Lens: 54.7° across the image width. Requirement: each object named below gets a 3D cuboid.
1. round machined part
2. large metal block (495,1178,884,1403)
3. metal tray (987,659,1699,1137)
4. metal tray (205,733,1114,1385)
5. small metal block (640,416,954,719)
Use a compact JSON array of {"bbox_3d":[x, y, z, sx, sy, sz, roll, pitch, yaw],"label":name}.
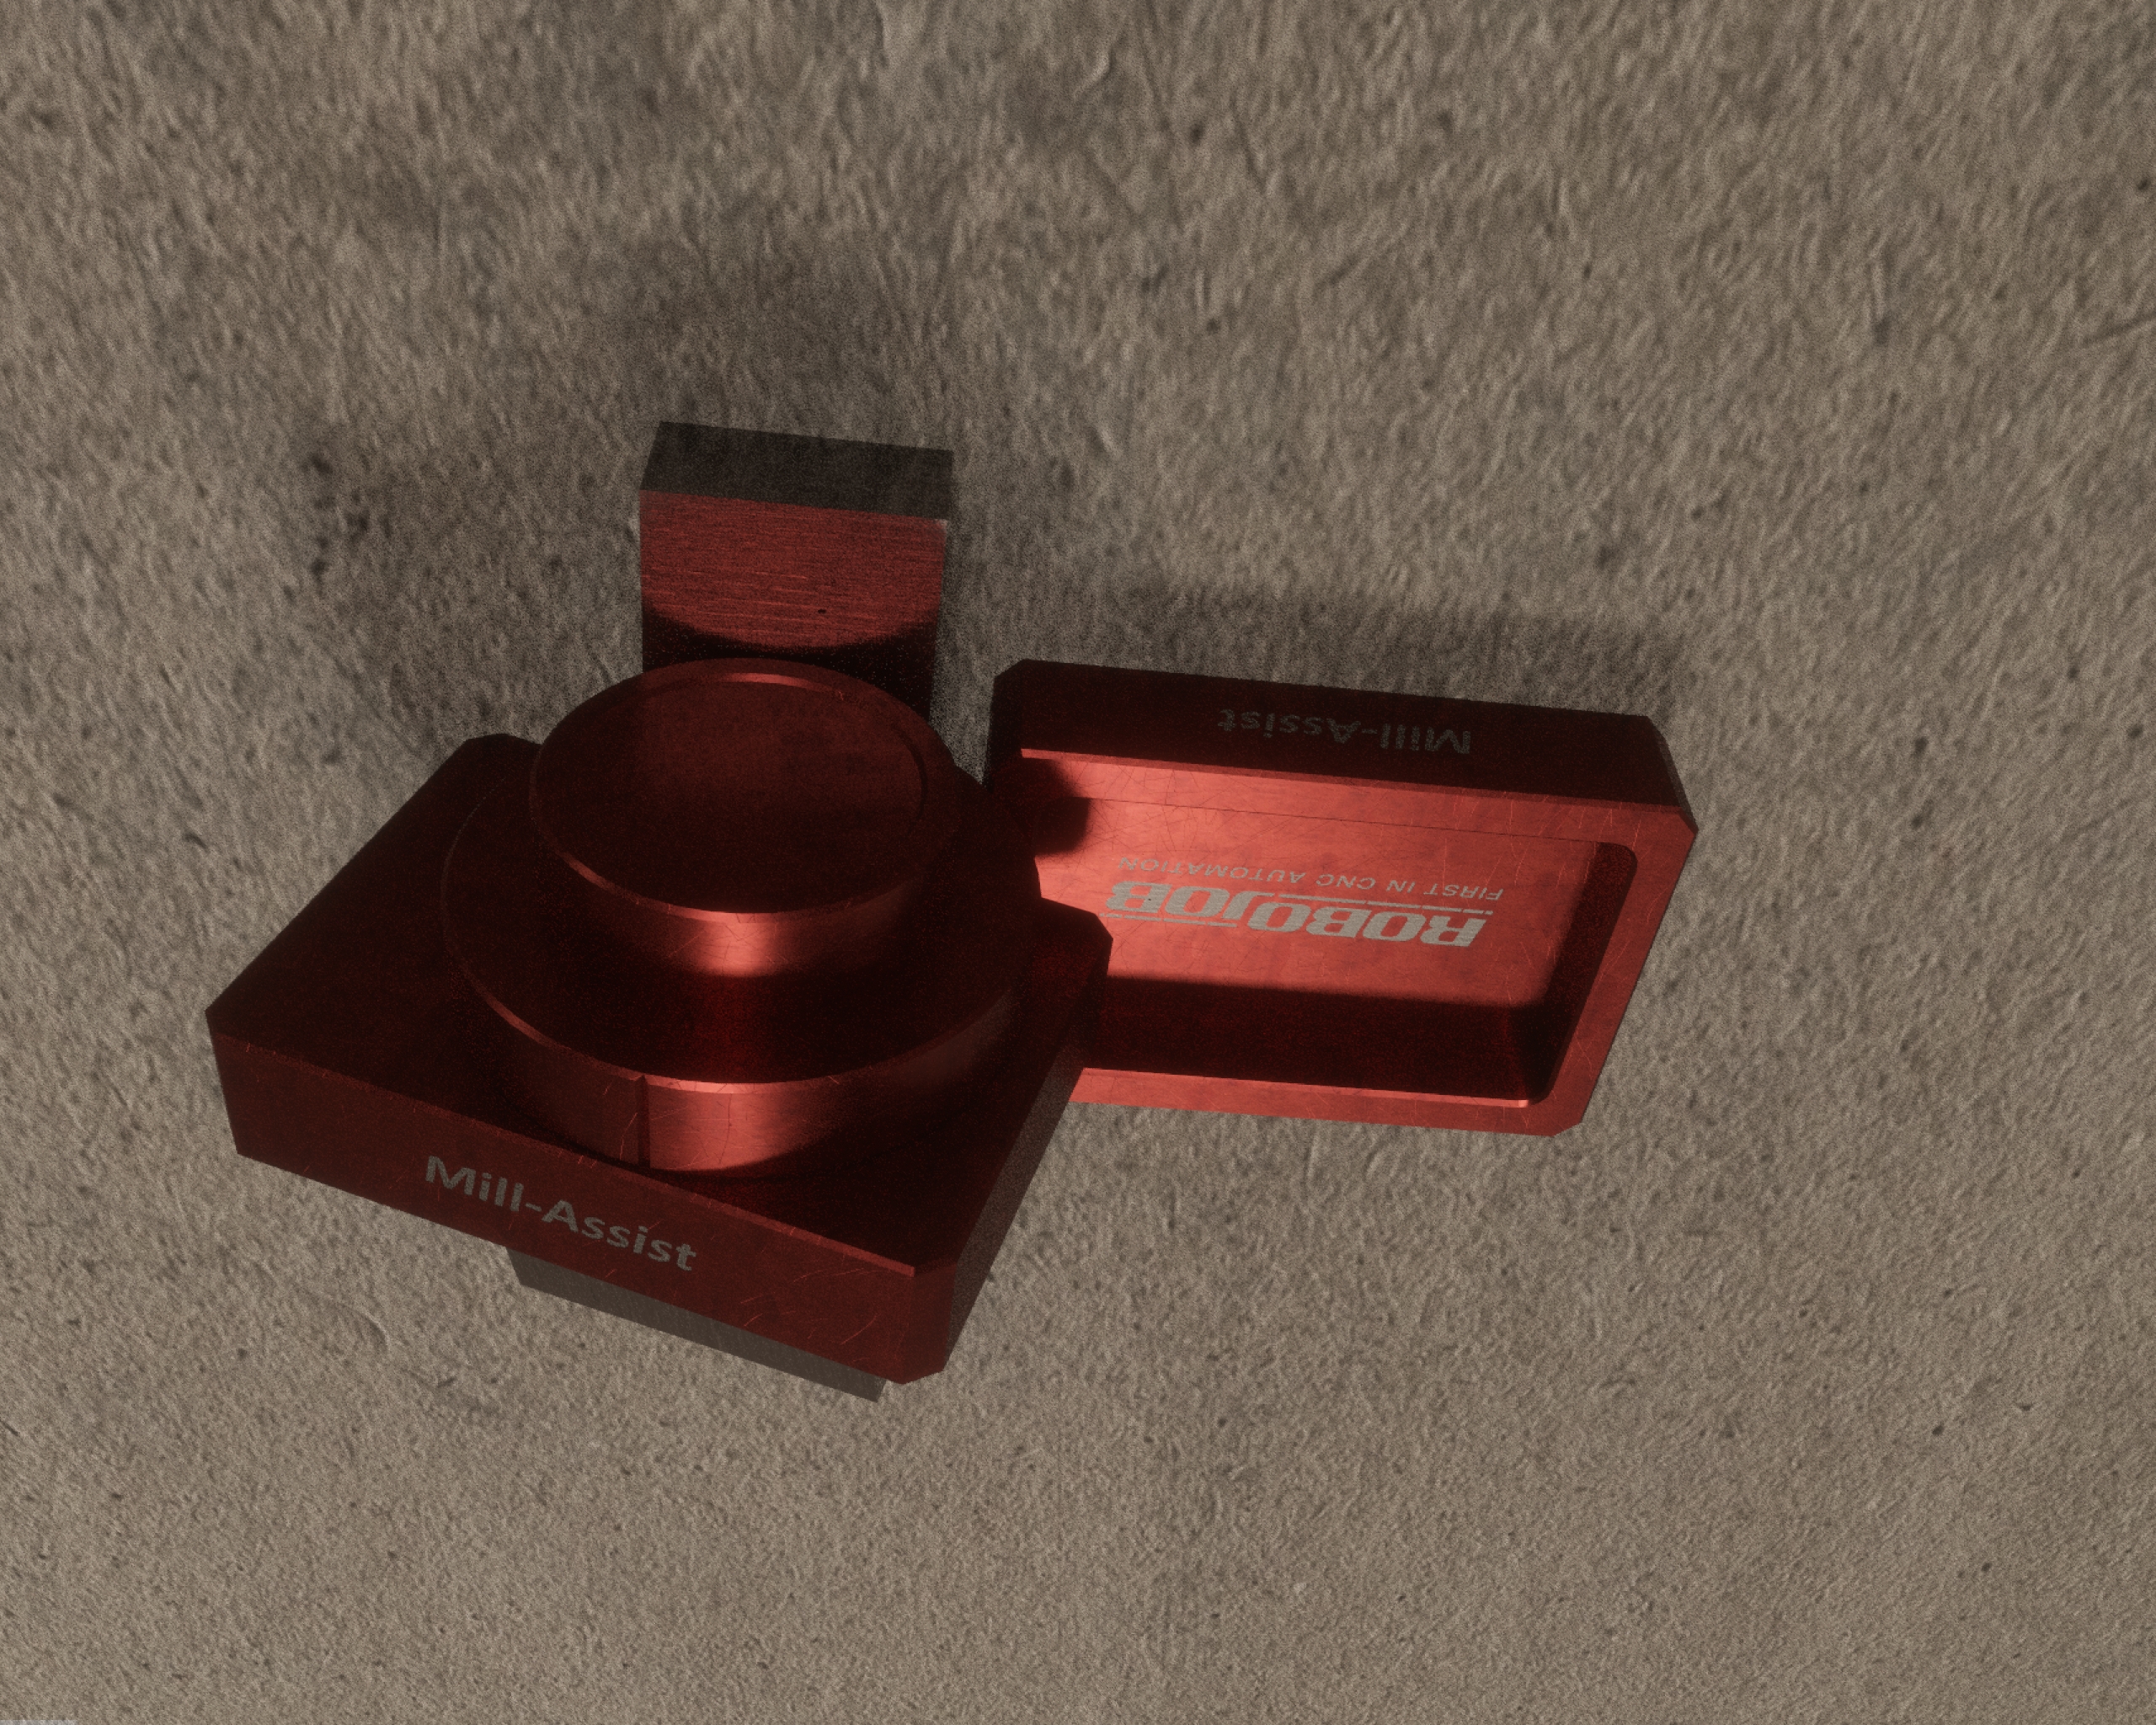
[{"bbox_3d":[-0.055,0.002,0.347,0.099,0.098,0.042,5,130,-5],"label":"round machined part"},{"bbox_3d":[-0.070,0.057,0.415,0.080,0.050,0.080,16,144,9],"label":"large metal block"},{"bbox_3d":[0.045,0.010,0.414,0.131,0.030,0.089,5,130,-5],"label":"metal tray"},{"bbox_3d":[-0.069,0.029,0.368,0.131,0.090,0.030,17,131,9],"label":"metal tray"},{"bbox_3d":[-0.050,-0.048,0.368,0.050,0.025,0.050,5,130,-5],"label":"small metal block"}]
